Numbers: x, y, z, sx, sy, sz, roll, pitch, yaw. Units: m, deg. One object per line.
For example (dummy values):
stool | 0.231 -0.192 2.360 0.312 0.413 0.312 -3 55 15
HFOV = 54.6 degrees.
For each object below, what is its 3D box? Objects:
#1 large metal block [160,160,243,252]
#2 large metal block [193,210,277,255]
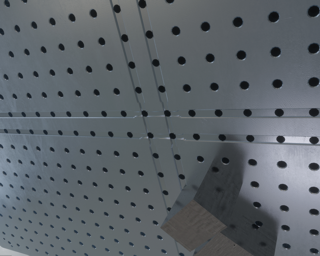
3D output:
large metal block | 0.055 0.103 0.410 0.050 0.080 0.080 39 129 2
large metal block | 0.106 0.174 0.447 0.080 0.050 0.080 34 129 6
